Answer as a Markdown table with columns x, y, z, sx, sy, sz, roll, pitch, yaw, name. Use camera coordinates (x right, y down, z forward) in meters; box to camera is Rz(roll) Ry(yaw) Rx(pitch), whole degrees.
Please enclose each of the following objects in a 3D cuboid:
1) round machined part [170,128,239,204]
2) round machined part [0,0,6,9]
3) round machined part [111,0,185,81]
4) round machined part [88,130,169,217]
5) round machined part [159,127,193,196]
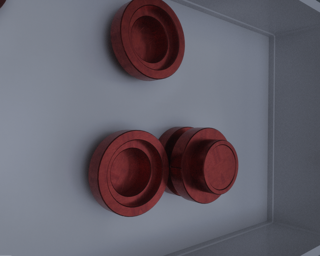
| x | y | z | sx | sy | sz | roll | pitch | yaw | name |
| --- | --- | --- | --- | --- | --- | --- | --- | --- | --- |
| 0.063 | 0.048 | 0.396 | 0.099 | 0.042 | 0.097 | 0 | 90 | -40 | round machined part |
| -0.165 | -0.136 | 0.237 | 0.098 | 0.042 | 0.097 | 6 | 91 | -76 | round machined part |
| -0.019 | -0.106 | 0.381 | 0.099 | 0.042 | 0.097 | 0 | 90 | -40 | round machined part |
| -0.040 | 0.051 | 0.364 | 0.099 | 0.042 | 0.097 | 0 | 90 | -40 | round machined part |
| 0.040 | 0.047 | 0.432 | 0.099 | 0.042 | 0.097 | 0 | 90 | -40 | round machined part |
